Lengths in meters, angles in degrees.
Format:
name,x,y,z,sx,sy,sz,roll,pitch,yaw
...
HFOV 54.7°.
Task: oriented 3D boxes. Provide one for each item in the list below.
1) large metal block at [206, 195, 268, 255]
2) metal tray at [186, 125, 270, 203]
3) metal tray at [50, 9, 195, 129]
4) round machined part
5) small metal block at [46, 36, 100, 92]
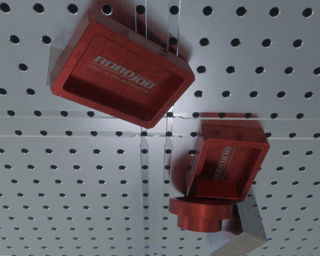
name,x,y,z,sx,sy,sz,roll,pitch,yaw
large metal block,0.121,0.162,0.515,0.050,0.080,0.080,26,125,-21
metal tray,0.095,0.057,0.457,0.091,0.030,0.129,5,130,-5
metal tray,-0.038,-0.056,0.336,0.131,0.030,0.090,21,124,-34
round machined part,0.062,0.133,0.479,0.099,0.042,0.098,4,173,1
small metal block,-0.098,-0.069,0.352,0.050,0.025,0.050,14,129,-12
